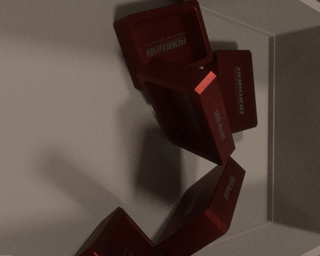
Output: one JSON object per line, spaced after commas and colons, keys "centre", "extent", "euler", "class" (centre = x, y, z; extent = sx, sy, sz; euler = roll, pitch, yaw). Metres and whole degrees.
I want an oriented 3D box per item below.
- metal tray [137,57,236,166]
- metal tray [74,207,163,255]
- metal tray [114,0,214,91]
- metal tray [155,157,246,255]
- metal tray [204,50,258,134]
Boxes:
{"centre": [0.034, -0.017, 0.369], "extent": [0.030, 0.090, 0.130], "euler": [-48, 138, -21], "class": "metal tray"}
{"centre": [-0.031, 0.134, 0.299], "extent": [0.030, 0.130, 0.090], "euler": [-42, 88, 2], "class": "metal tray"}
{"centre": [0.011, -0.113, 0.414], "extent": [0.131, 0.030, 0.089], "euler": [-30, 109, -36], "class": "metal tray"}
{"centre": [0.054, 0.096, 0.380], "extent": [0.030, 0.090, 0.131], "euler": [45, 31, 1], "class": "metal tray"}
{"centre": [0.116, -0.059, 0.503], "extent": [0.091, 0.030, 0.129], "euler": [-12, 98, -40], "class": "metal tray"}
